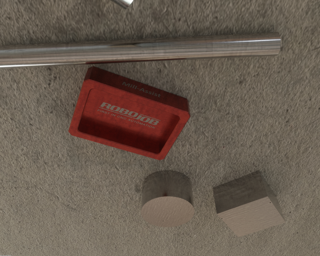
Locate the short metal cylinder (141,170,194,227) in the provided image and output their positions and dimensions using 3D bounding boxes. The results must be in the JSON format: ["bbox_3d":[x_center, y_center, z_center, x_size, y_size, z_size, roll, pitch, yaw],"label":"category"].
[{"bbox_3d":[0.012,0.112,0.486,0.081,0.050,0.079,0,130,0],"label":"short metal cylinder"}]

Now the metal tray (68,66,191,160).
[{"bbox_3d":[-0.039,-0.014,0.391,0.131,0.030,0.089,17,128,-15],"label":"metal tray"}]

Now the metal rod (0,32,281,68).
[{"bbox_3d":[-0.026,-0.084,0.335,0.302,0.025,0.025,-2,130,1],"label":"metal rod"}]

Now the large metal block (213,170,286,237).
[{"bbox_3d":[0.142,0.123,0.497,0.080,0.050,0.080,-26,126,20],"label":"large metal block"}]

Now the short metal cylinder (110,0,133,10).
[{"bbox_3d":[-0.031,-0.145,0.247,0.050,0.080,0.080,26,125,-21],"label":"short metal cylinder"}]
